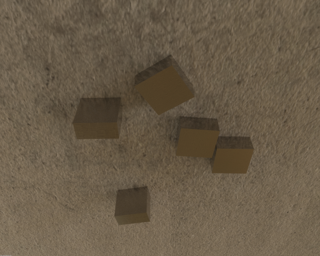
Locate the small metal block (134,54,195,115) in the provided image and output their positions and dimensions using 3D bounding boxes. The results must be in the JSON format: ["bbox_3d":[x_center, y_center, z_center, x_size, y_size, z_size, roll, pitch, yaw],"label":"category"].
[{"bbox_3d":[0.006,-0.050,0.365,0.050,0.025,0.050,-27,126,20],"label":"small metal block"}]

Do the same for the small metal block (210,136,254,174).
[{"bbox_3d":[0.101,0.039,0.442,0.050,0.025,0.050,1,130,-2],"label":"small metal block"}]

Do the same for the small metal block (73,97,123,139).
[{"bbox_3d":[-0.074,-0.013,0.379,0.050,0.050,0.025,-1,130,0],"label":"small metal block"}]

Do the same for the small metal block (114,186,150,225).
[{"bbox_3d":[-0.043,0.124,0.496,0.050,0.050,0.025,-9,130,7],"label":"small metal block"}]

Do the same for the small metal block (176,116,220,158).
[{"bbox_3d":[0.049,0.013,0.419,0.050,0.025,0.050,4,130,-4],"label":"small metal block"}]
